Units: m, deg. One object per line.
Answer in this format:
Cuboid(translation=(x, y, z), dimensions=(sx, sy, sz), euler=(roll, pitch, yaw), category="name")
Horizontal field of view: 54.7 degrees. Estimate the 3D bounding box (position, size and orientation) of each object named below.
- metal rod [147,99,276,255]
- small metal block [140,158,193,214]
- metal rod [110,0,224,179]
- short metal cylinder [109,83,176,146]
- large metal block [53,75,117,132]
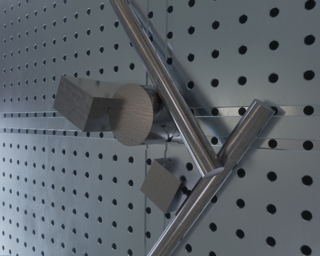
Cuboid(translation=(0.040, 0.096, 0.376), dimensions=(0.025, 0.025, 0.298), euler=(44, 116, 31), category="metal rod")
Cuboid(translation=(0.007, 0.074, 0.403), dimensions=(0.050, 0.025, 0.050), euler=(37, 112, 34), category="small metal block")
Cuboid(translation=(-0.003, -0.072, 0.394), dimensions=(0.025, 0.025, 0.299), euler=(-44, 58, 31), category="metal rod")
Cuboid(translation=(-0.022, -0.017, 0.411), dimensions=(0.080, 0.050, 0.079), euler=(1, 92, 40), category="short metal cylinder")
Cuboid(translation=(-0.094, -0.035, 0.451), dimensions=(0.080, 0.081, 0.050), euler=(32, 110, 35), category="large metal block")
